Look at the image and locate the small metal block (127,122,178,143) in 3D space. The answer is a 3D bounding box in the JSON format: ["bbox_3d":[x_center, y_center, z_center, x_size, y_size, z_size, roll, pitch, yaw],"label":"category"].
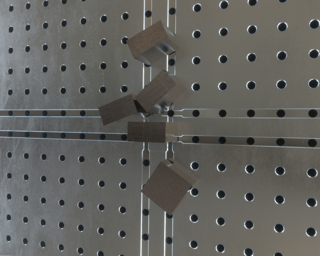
[{"bbox_3d":[-0.008,0.005,0.403,0.050,0.050,0.025,1,91,20],"label":"small metal block"}]

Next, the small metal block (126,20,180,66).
[{"bbox_3d":[-0.007,-0.108,0.402,0.050,0.050,0.025,-26,82,18],"label":"small metal block"}]

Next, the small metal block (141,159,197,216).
[{"bbox_3d":[0.011,0.077,0.409,0.050,0.025,0.050,36,102,16],"label":"small metal block"}]

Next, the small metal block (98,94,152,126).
[{"bbox_3d":[-0.045,-0.023,0.416,0.050,0.050,0.025,-21,83,19],"label":"small metal block"}]

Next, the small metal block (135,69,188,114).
[{"bbox_3d":[0.003,-0.045,0.399,0.050,0.050,0.025,-43,77,15],"label":"small metal block"}]
